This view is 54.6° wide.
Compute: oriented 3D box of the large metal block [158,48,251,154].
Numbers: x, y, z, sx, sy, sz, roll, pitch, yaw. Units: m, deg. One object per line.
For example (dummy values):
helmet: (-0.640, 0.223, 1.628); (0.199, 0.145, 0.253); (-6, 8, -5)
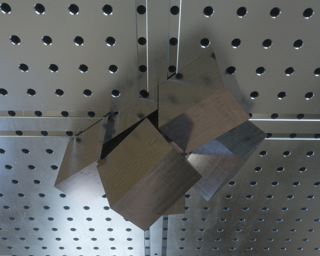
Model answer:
large metal block: (0.045, -0.031, 0.349); (0.080, 0.080, 0.050); (-32, 124, 24)

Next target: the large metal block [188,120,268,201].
large metal block: (0.080, 0.034, 0.396); (0.050, 0.081, 0.080); (42, 130, 19)

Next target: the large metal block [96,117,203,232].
large metal block: (-0.015, 0.046, 0.332); (0.080, 0.080, 0.050); (-44, 121, 1)

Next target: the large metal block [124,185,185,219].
large metal block: (-0.007, 0.087, 0.440); (0.080, 0.080, 0.050); (-7, 93, 6)

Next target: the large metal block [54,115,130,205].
large metal block: (-0.084, 0.042, 0.409); (0.080, 0.080, 0.050); (-31, 124, 23)

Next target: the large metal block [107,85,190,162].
large metal block: (-0.009, 0.006, 0.401); (0.080, 0.050, 0.080); (-32, 123, 24)
